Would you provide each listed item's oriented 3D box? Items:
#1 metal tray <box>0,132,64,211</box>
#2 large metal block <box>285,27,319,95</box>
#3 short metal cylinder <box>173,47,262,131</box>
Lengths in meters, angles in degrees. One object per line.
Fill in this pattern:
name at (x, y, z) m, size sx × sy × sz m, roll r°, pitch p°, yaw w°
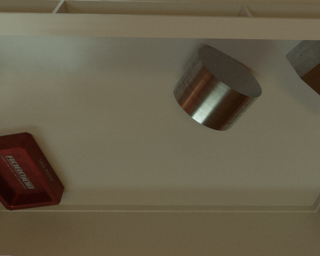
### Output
metal tray at (-0.212, 0.069, 0.461) m, size 0.090 × 0.030 × 0.129 m, roll -9°, pitch 130°, yaw 7°
large metal block at (0.201, -0.072, 0.334) m, size 0.080 × 0.050 × 0.080 m, roll 31°, pitch 123°, yaw -24°
short metal cylinder at (0.062, -0.043, 0.337) m, size 0.080 × 0.080 × 0.050 m, roll 22°, pitch 126°, yaw -18°
